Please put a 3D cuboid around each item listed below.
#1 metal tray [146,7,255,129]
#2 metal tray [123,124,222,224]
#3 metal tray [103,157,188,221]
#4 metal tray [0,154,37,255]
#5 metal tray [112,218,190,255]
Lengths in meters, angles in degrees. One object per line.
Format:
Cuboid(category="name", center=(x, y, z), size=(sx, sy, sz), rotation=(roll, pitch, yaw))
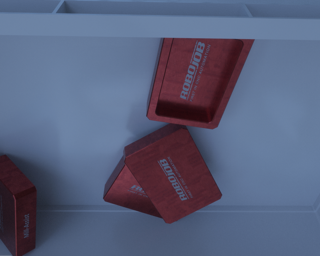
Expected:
Cuboid(category="metal tray", center=(0.040, -0.061, 0.354), size=(0.091, 0.030, 0.129), rotation=(8, 130, -8))
Cuboid(category="metal tray", center=(0.019, 0.063, 0.427), size=(0.090, 0.030, 0.130), rotation=(-28, 116, 4))
Cuboid(category="metal tray", center=(-0.010, 0.093, 0.481), size=(0.131, 0.030, 0.089), rotation=(22, 123, -18))
Cuboid(category="metal tray", center=(-0.219, 0.115, 0.452), size=(0.090, 0.030, 0.129), rotation=(34, 125, 29))
Cuboid(category="metal tray", center=(-0.015, 0.212, 0.589), size=(0.131, 0.030, 0.090), rotation=(-9, 130, 7))
